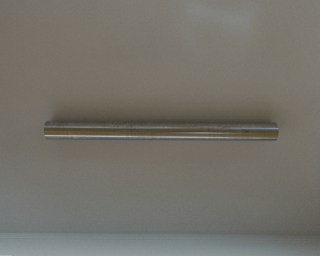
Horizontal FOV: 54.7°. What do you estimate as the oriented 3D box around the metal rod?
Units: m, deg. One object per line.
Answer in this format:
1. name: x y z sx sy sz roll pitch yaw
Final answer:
1. metal rod: 0.002 0.004 0.411 0.302 0.025 0.025 0 110 -1
